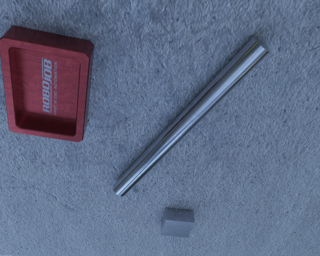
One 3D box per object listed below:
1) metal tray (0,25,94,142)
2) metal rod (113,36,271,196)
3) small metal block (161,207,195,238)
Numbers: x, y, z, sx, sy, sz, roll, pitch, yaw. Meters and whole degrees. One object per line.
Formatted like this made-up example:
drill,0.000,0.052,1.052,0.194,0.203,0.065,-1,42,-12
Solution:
metal tray,-0.130,-0.045,0.363,0.091,0.030,0.129,9,130,-9
metal rod,0.023,0.003,0.410,0.025,0.025,0.299,28,125,-22
small metal block,0.030,0.169,0.552,0.050,0.025,0.050,8,130,-7
